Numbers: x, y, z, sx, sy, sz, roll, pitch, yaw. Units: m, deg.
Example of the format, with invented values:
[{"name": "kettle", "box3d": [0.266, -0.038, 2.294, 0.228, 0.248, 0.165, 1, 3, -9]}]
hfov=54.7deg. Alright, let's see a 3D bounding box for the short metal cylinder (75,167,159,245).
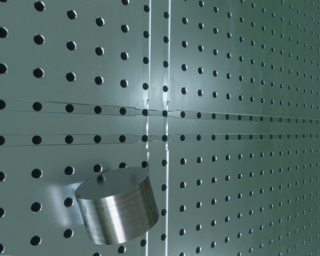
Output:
[{"name": "short metal cylinder", "box3d": [-0.046, 0.081, 0.337, 0.081, 0.080, 0.050, -23, 105, -38]}]
